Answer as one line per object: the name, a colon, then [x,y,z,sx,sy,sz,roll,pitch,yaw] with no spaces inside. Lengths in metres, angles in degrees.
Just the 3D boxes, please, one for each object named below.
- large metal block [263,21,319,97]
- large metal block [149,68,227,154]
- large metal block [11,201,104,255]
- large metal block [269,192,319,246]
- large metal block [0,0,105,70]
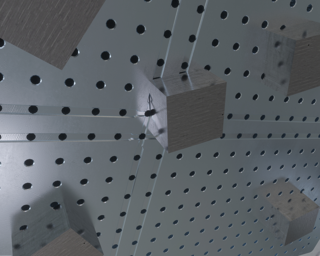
large metal block: [0.199,-0.100,0.441,0.081,0.050,0.080,-18,126,-18]
large metal block: [0.035,-0.024,0.399,0.081,0.050,0.080,-16,125,-20]
large metal block: [-0.137,0.159,0.418,0.080,0.050,0.080,-35,129,-6]
large metal block: [0.289,0.197,0.673,0.081,0.050,0.080,-18,126,-18]
large metal block: [-0.105,-0.111,0.269,0.080,0.050,0.080,27,103,-37]
